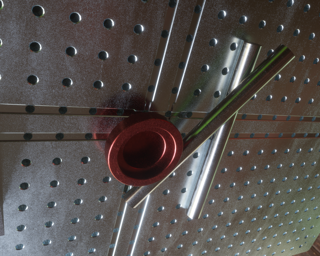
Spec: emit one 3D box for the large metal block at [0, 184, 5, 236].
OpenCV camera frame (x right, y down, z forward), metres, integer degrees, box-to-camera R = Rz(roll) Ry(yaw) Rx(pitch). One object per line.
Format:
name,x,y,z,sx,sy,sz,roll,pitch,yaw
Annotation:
large metal block,-0.214,0.076,0.326,0.081,0.050,0.079,-6,121,-26

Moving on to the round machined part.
round machined part,-0.023,0.023,0.400,0.099,0.042,0.097,-11,121,-19

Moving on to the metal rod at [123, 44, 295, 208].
metal rod,0.060,0.004,0.427,0.299,0.025,0.025,-45,130,11

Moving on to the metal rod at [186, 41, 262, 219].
metal rod,0.090,0.019,0.474,0.025,0.025,0.298,-1,119,-29
